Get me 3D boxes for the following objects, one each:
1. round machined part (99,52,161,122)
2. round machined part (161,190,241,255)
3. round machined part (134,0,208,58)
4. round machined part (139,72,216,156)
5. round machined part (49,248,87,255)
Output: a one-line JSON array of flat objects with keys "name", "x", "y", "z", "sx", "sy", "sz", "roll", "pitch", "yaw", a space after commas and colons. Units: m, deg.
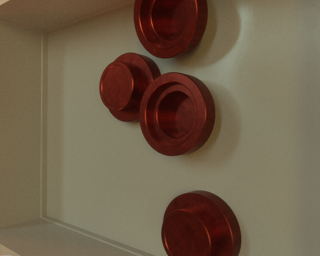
[{"name": "round machined part", "x": -0.048, "y": -0.057, "z": 0.435, "sx": 0.098, "sy": 0.042, "sz": 0.097, "roll": 0, "pitch": 90, "yaw": 40}, {"name": "round machined part", "x": 0.040, "y": 0.125, "z": 0.363, "sx": 0.098, "sy": 0.042, "sz": 0.097, "roll": 0, "pitch": 90, "yaw": 40}, {"name": "round machined part", "x": 0.017, "y": -0.135, "z": 0.372, "sx": 0.098, "sy": 0.042, "sz": 0.097, "roll": 16, "pitch": 114, "yaw": 40}, {"name": "round machined part", "x": 0.025, "y": -0.016, "z": 0.376, "sx": 0.098, "sy": 0.042, "sz": 0.097, "roll": 0, "pitch": 90, "yaw": 40}, {"name": "round machined part", "x": -0.136, "y": 0.235, "z": 0.497, "sx": 0.098, "sy": 0.042, "sz": 0.097, "roll": 20, "pitch": 125, "yaw": 32}]
